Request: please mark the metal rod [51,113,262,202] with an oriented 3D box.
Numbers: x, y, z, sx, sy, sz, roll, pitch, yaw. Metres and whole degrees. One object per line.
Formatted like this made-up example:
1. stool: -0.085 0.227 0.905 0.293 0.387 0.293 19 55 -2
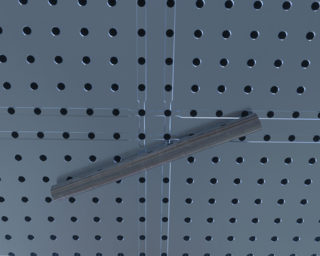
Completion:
1. metal rod: -0.010 0.043 0.429 0.301 0.025 0.025 -20 109 7
